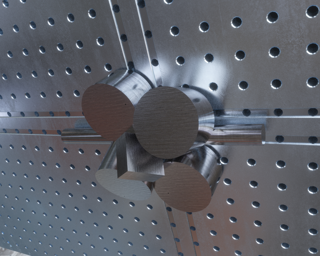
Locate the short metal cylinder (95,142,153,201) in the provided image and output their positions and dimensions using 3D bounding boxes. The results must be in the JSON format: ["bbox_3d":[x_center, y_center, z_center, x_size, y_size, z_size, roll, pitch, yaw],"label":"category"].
[{"bbox_3d":[-0.043,0.059,0.433,0.080,0.050,0.080,14,143,11],"label":"short metal cylinder"}]

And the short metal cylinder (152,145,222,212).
[{"bbox_3d":[0.037,0.064,0.410,0.080,0.050,0.079,13,124,21],"label":"short metal cylinder"}]

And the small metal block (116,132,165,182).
[{"bbox_3d":[-0.025,0.036,0.380,0.050,0.050,0.025,13,146,-32],"label":"small metal block"}]

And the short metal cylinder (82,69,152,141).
[{"bbox_3d":[-0.052,-0.029,0.399,0.080,0.050,0.079,13,124,21],"label":"short metal cylinder"}]

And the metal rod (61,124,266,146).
[{"bbox_3d":[-0.015,0.010,0.420,0.300,0.025,0.025,-1,118,28],"label":"metal rod"}]

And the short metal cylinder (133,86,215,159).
[{"bbox_3d":[0.017,-0.008,0.360,0.080,0.050,0.079,3,97,28],"label":"short metal cylinder"}]
